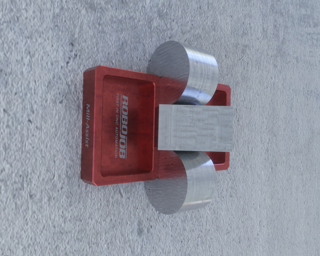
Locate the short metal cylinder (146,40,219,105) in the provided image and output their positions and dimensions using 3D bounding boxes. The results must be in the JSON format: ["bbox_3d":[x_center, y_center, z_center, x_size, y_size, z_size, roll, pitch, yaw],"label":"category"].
[{"bbox_3d":[0.027,-0.065,0.392,0.050,0.080,0.080,3,89,-40],"label":"short metal cylinder"}]

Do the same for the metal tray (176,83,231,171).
[{"bbox_3d":[0.064,-0.002,0.457,0.091,0.030,0.129,2,89,-40],"label":"metal tray"}]

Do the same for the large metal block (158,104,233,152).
[{"bbox_3d":[0.039,0.000,0.376,0.081,0.080,0.050,2,90,0],"label":"large metal block"}]

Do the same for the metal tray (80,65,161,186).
[{"bbox_3d":[-0.044,-0.002,0.366,0.091,0.030,0.129,2,89,-40],"label":"metal tray"}]

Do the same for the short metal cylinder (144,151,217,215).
[{"bbox_3d":[0.024,0.065,0.391,0.050,0.080,0.080,3,89,-40],"label":"short metal cylinder"}]
